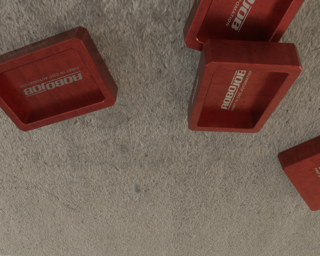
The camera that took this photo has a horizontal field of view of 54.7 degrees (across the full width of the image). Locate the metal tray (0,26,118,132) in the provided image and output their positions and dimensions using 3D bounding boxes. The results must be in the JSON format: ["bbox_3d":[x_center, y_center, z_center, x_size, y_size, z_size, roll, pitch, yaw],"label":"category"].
[{"bbox_3d":[-0.126,-0.052,0.358,0.130,0.030,0.090,-15,129,12],"label":"metal tray"}]

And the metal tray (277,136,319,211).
[{"bbox_3d":[0.246,0.068,0.464,0.090,0.030,0.130,-29,125,22],"label":"metal tray"}]

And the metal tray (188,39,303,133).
[{"bbox_3d":[0.084,-0.039,0.342,0.091,0.030,0.129,2,151,-2],"label":"metal tray"}]

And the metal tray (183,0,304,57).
[{"bbox_3d":[0.086,-0.129,0.294,0.091,0.030,0.129,14,129,-12],"label":"metal tray"}]
